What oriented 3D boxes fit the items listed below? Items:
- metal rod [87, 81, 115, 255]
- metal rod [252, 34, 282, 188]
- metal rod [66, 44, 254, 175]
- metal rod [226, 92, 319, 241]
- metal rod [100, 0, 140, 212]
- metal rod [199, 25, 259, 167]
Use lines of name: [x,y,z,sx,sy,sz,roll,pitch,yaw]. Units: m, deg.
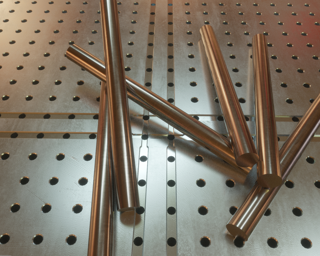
metal rod: [-0.067,0.026,0.385,0.025,0.025,0.300,-3,50,-2]
metal rod: [0.143,-0.048,0.431,0.025,0.025,0.300,8,45,7]
metal rod: [-0.009,-0.033,0.413,0.300,0.025,0.025,33,57,17]
metal rod: [0.174,0.018,0.393,0.025,0.025,0.301,32,57,24]
metal rod: [-0.055,-0.048,0.395,0.025,0.025,0.299,-6,66,-5]
metal rod: [0.089,-0.069,0.446,0.025,0.025,0.300,-2,44,-2]
